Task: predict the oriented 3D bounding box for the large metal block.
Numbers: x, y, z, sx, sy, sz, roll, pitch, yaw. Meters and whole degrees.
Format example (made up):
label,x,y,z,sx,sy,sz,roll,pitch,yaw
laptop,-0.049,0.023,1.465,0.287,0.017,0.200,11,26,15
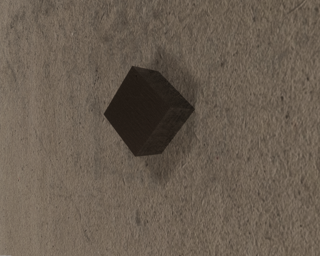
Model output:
label,x,y,z,sx,sy,sz,roll,pitch,yaw
large metal block,-0.016,-0.021,0.400,0.080,0.050,0.080,50,119,28
